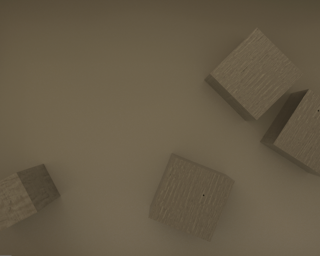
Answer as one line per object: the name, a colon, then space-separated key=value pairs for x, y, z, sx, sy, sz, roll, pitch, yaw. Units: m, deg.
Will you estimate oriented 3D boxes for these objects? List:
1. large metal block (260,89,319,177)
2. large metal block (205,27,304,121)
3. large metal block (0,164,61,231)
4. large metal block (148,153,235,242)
large metal block: x=0.193 y=0.007 z=0.400 sx=0.080 sy=0.050 sz=0.080 roll=33 pitch=90 yaw=0
large metal block: x=0.117 y=-0.066 z=0.400 sx=0.080 sy=0.050 sz=0.080 roll=-45 pitch=90 yaw=0
large metal block: x=-0.183 y=0.089 z=0.382 sx=0.080 sy=0.080 sz=0.050 roll=-27 pitch=90 yaw=0
large metal block: x=0.038 y=0.086 z=0.399 sx=0.080 sy=0.050 sz=0.080 roll=22 pitch=90 yaw=0
